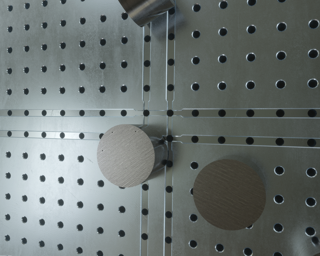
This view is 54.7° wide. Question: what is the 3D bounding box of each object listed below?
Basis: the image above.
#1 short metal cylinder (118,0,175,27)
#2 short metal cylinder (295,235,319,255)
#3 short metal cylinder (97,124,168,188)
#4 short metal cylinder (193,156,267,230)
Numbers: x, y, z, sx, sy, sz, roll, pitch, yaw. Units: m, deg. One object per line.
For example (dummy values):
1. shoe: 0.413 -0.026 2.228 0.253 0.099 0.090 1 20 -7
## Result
1. short metal cylinder: -0.023 -0.177 0.391 0.050 0.080 0.080 -28 81 18
2. short metal cylinder: 0.189 0.162 0.332 0.080 0.050 0.079 0 90 20
3. short metal cylinder: -0.036 0.035 0.412 0.080 0.050 0.079 0 90 20
4. short metal cylinder: 0.085 0.074 0.369 0.080 0.050 0.079 0 90 20
